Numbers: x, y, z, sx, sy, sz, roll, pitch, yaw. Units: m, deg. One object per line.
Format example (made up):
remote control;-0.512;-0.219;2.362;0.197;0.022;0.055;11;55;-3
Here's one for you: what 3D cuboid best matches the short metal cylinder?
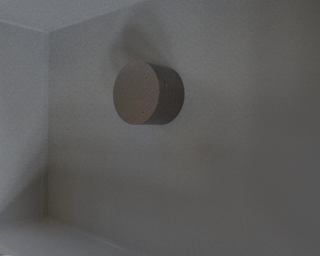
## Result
short metal cylinder;-0.015;-0.044;0.404;0.080;0.050;0.080;0;90;40
